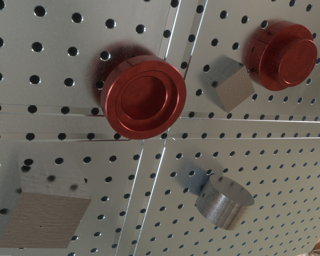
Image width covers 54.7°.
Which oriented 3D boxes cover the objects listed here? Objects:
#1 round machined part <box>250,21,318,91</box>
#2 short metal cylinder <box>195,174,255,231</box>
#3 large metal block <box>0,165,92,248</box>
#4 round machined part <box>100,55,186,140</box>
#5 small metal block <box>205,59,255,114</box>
[{"bbox_3d":[0.181,-0.097,0.439,0.099,0.042,0.097,-14,124,-21],"label":"round machined part"},{"bbox_3d":[0.106,0.120,0.507,0.081,0.080,0.050,14,111,-34],"label":"short metal cylinder"},{"bbox_3d":[-0.142,0.098,0.378,0.081,0.050,0.080,17,110,-35],"label":"large metal block"},{"bbox_3d":[-0.022,-0.038,0.364,0.099,0.042,0.097,-14,124,-21],"label":"round machined part"},{"bbox_3d":[0.098,-0.057,0.429,0.050,0.025,0.050,-38,129,-3],"label":"small metal block"}]
